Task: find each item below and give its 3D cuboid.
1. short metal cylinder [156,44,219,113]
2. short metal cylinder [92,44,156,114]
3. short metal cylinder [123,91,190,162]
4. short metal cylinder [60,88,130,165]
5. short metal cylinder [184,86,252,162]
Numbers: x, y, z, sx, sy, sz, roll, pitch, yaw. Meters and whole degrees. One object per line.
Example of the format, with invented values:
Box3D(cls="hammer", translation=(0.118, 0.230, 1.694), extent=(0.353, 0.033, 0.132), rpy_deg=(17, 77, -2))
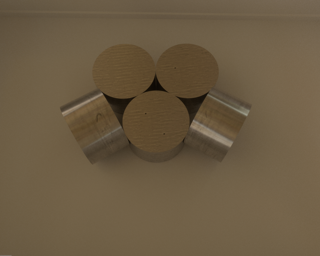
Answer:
Box3D(cls="short metal cylinder", translation=(0.035, -0.066, 0.419), extent=(0.081, 0.050, 0.080), rpy_deg=(0, 70, 0))
Box3D(cls="short metal cylinder", translation=(-0.046, -0.065, 0.418), extent=(0.081, 0.050, 0.080), rpy_deg=(0, 70, 0))
Box3D(cls="short metal cylinder", translation=(-0.005, -0.001, 0.395), extent=(0.081, 0.050, 0.080), rpy_deg=(0, 70, 0))
Box3D(cls="short metal cylinder", translation=(-0.079, -0.002, 0.379), extent=(0.050, 0.080, 0.080), rpy_deg=(-29, 73, -10))
Box3D(cls="short metal cylinder", translation=(0.070, -0.005, 0.381), extent=(0.050, 0.080, 0.080), rpy_deg=(28, 73, 10))
